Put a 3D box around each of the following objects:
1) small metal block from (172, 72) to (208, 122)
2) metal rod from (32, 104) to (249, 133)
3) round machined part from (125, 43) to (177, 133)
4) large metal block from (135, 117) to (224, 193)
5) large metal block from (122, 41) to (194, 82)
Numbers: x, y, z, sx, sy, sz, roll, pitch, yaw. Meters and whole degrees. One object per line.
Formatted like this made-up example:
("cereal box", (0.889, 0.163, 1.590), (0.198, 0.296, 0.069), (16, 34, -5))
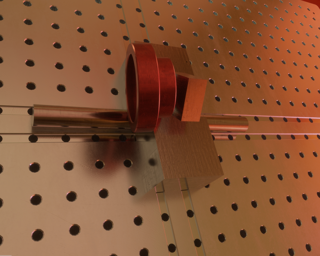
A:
("small metal block", (0.028, -0.039, 0.375), (0.025, 0.050, 0.050), (1, 18, -28))
("metal rod", (-0.006, -0.009, 0.410), (0.303, 0.025, 0.025), (2, 61, -27))
("round machined part", (-0.011, -0.044, 0.345), (0.042, 0.098, 0.098), (-3, 63, -14))
("large metal block", (0.022, 0.031, 0.385), (0.081, 0.050, 0.080), (1, 61, -28))
("large metal block", (0.000, -0.069, 0.434), (0.081, 0.050, 0.080), (1, 62, -28))
